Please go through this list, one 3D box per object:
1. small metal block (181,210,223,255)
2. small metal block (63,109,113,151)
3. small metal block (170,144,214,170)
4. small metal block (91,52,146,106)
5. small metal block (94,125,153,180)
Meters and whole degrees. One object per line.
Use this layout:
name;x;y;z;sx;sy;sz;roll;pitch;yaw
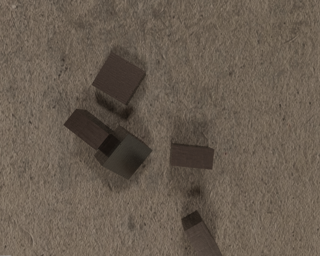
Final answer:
small metal block;0.053;0.140;0.398;0.025;0.050;0.050;-30;90;0
small metal block;-0.088;0.001;0.396;0.050;0.050;0.025;38;92;0
small metal block;0.039;0.035;0.398;0.050;0.050;0.025;6;90;-1
small metal block;-0.053;-0.064;0.409;0.050;0.025;0.050;31;90;-1
small metal block;-0.046;0.032;0.396;0.050;0.025;0.050;-51;134;0
